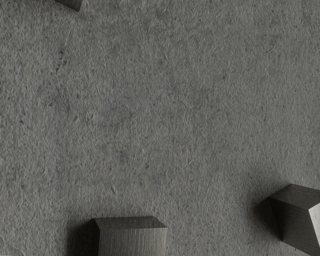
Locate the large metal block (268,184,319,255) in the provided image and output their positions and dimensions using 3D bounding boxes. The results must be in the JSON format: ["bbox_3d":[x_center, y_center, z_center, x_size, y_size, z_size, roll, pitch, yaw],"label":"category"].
[{"bbox_3d":[0.218,0.136,0.460,0.050,0.080,0.080,-22,98,-19],"label":"large metal block"}]

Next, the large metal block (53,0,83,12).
[{"bbox_3d":[-0.115,-0.180,0.337,0.080,0.080,0.050,20,83,-19],"label":"large metal block"}]

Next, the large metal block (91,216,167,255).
[{"bbox_3d":[-0.040,0.156,0.381,0.081,0.050,0.080,5,89,-20],"label":"large metal block"}]
